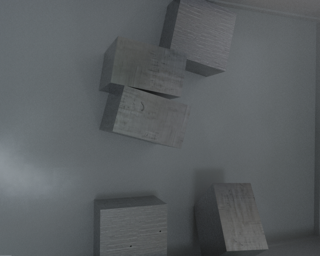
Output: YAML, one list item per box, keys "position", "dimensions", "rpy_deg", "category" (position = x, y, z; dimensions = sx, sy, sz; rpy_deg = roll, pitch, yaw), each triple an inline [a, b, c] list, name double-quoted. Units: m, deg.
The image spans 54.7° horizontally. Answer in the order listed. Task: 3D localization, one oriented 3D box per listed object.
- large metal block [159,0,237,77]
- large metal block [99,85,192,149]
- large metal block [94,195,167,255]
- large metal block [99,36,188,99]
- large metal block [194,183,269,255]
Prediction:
- position: [0.048, -0.121, 0.414]
  dimensions: [0.081, 0.050, 0.080]
  rpy_deg: [13, 86, -20]
  category: "large metal block"
- position: [-0.021, -0.011, 0.373]
  dimensions: [0.081, 0.080, 0.050]
  rpy_deg: [16, 85, -20]
  category: "large metal block"
- position: [-0.038, 0.131, 0.383]
  dimensions: [0.081, 0.050, 0.080]
  rpy_deg: [0, 90, -20]
  category: "large metal block"
- position: [-0.024, -0.066, 0.372]
  dimensions: [0.081, 0.080, 0.050]
  rpy_deg: [9, 87, -20]
  category: "large metal block"
- position: [0.085, 0.123, 0.393]
  dimensions: [0.050, 0.080, 0.080]
  rpy_deg: [3, 55, -13]
  category: "large metal block"
